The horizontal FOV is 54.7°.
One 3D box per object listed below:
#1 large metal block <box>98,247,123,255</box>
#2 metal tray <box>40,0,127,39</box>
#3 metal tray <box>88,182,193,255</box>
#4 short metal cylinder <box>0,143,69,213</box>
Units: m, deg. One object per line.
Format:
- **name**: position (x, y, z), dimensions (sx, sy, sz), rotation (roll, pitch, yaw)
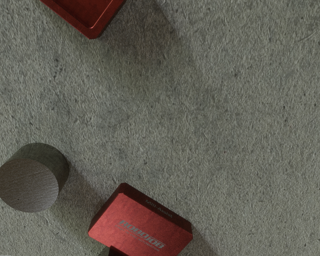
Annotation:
- **large metal block**: position (-0.069, 0.237, 0.483), dimensions (0.080, 0.050, 0.080), rotation (36, 106, -13)
- **metal tray**: position (-0.099, -0.174, 0.342), dimensions (0.130, 0.030, 0.090), rotation (37, 106, -13)
- **metal tray**: position (-0.028, 0.151, 0.463), dimensions (0.130, 0.030, 0.090), rotation (34, 106, -12)
- **short metal cylinder**: position (-0.170, 0.066, 0.419), dimensions (0.081, 0.050, 0.079), rotation (0, 110, 0)
